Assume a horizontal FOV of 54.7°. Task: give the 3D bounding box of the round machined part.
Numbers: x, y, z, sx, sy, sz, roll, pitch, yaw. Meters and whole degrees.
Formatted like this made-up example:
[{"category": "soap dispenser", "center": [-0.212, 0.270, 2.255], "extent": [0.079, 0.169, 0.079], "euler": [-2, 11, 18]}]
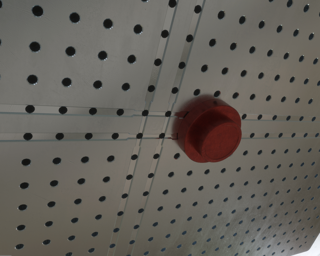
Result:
[{"category": "round machined part", "center": [0.079, 0.011, 0.453], "extent": [0.099, 0.042, 0.097], "euler": [-14, 124, -21]}]
